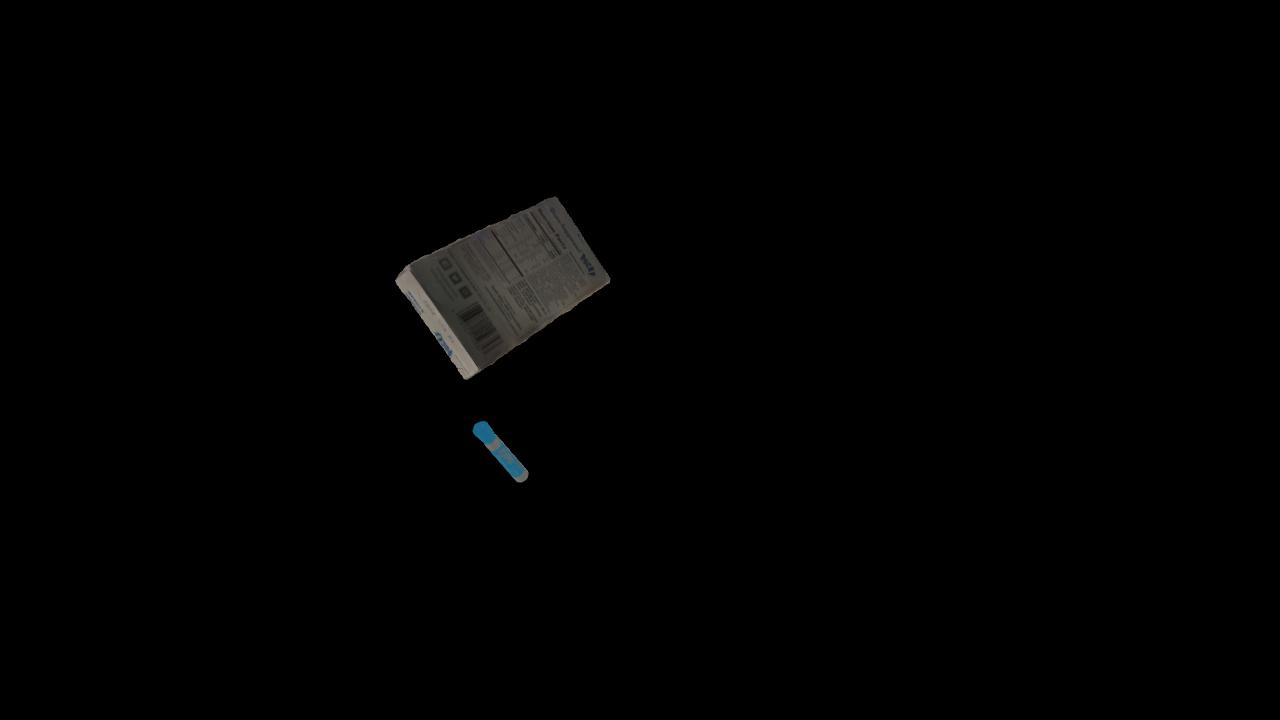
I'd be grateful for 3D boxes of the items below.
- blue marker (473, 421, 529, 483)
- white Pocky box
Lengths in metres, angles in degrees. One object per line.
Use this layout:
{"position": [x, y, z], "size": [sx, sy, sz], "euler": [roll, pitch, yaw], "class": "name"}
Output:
{"position": [-0.159, 0.106, 0.705], "size": [0.020, 0.020, 0.121], "euler": [0, -36, 18], "class": "blue marker"}
{"position": [-0.092, -0.059, 0.454], "size": [0.028, 0.084, 0.154], "euler": [-24, 13, 44], "class": "white Pocky box"}
